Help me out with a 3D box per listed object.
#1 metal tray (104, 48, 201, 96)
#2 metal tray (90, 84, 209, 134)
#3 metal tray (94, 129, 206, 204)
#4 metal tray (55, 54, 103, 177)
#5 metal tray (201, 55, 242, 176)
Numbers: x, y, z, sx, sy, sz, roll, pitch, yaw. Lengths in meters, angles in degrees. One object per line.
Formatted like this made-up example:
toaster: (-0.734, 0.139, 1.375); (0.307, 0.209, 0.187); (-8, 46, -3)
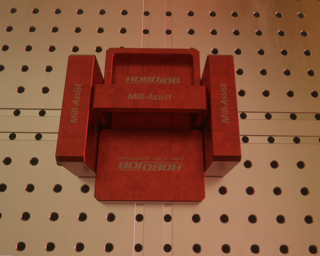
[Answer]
metal tray: (-0.010, -0.065, 0.433); (0.131, 0.030, 0.090); (1, 70, 0)
metal tray: (-0.012, -0.020, 0.382); (0.131, 0.090, 0.030); (1, 70, 0)
metal tray: (-0.012, 0.048, 0.390); (0.131, 0.030, 0.090); (1, 70, 0)
metal tray: (-0.092, -0.012, 0.380); (0.030, 0.090, 0.130); (1, 70, 0)
metal tray: (0.070, -0.013, 0.382); (0.030, 0.090, 0.130); (1, 70, 0)
